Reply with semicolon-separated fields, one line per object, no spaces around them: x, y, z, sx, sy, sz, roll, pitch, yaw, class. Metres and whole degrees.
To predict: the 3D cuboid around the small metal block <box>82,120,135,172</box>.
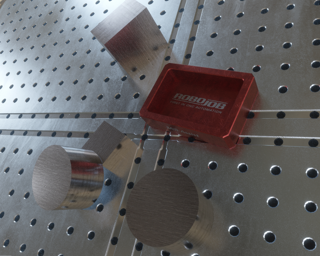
-0.072;0.025;0.431;0.050;0.025;0.050;31;79;38;small metal block

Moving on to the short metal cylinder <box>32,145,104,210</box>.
-0.119;0.064;0.400;0.080;0.050;0.080;-9;75;36;short metal cylinder

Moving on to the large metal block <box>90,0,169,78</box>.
-0.045;-0.139;0.482;0.080;0.080;0.050;-42;51;-1;large metal block

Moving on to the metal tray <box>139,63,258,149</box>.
0.047;-0.034;0.400;0.130;0.030;0.090;16;70;34;metal tray

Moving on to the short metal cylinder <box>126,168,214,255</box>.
0.011;0.089;0.331;0.080;0.050;0.080;-13;56;21;short metal cylinder
